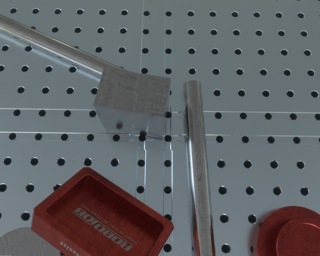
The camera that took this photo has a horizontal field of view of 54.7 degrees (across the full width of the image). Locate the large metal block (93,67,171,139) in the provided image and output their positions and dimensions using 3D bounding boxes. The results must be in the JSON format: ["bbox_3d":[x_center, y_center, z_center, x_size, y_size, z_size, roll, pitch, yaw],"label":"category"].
[{"bbox_3d":[-0.031,-0.029,0.393,0.080,0.080,0.050,10,71,3],"label":"large metal block"}]

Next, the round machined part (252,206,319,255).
[{"bbox_3d":[0.160,0.139,0.354,0.099,0.042,0.098,0,70,-1],"label":"round machined part"}]

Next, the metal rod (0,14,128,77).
[{"bbox_3d":[-0.185,-0.132,0.457,0.301,0.025,0.025,25,72,8],"label":"metal rod"}]

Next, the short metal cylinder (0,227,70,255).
[{"bbox_3d":[-0.142,0.152,0.341,0.081,0.050,0.080,0,70,0],"label":"short metal cylinder"}]

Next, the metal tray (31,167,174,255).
[{"bbox_3d":[-0.061,0.108,0.343,0.130,0.030,0.090,31,35,10],"label":"metal tray"}]

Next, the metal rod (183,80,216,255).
[{"bbox_3d":[0.050,0.079,0.383,0.025,0.025,0.299,-2,70,-1],"label":"metal rod"}]
